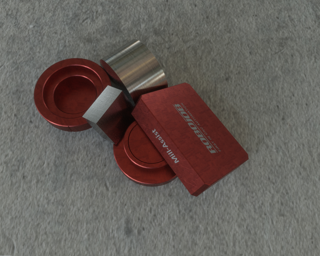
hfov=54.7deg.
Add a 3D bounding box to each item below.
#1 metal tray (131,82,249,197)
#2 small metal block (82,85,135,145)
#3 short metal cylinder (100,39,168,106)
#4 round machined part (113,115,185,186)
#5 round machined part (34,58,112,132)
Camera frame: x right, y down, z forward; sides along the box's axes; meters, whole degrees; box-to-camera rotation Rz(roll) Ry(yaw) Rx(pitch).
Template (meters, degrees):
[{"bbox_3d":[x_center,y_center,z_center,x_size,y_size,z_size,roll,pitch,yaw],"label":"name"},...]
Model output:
[{"bbox_3d":[0.037,0.008,0.381,0.091,0.030,0.130,-22,68,-42],"label":"metal tray"},{"bbox_3d":[-0.059,-0.015,0.382,0.025,0.050,0.050,23,69,34],"label":"small metal block"},{"bbox_3d":[-0.034,-0.068,0.405,0.050,0.080,0.080,-36,74,-12],"label":"short metal cylinder"},{"bbox_3d":[-0.010,0.022,0.392,0.099,0.042,0.098,0,70,-1],"label":"round machined part"},{"bbox_3d":[-0.111,-0.040,0.414,0.099,0.042,0.098,0,70,-1],"label":"round machined part"}]
